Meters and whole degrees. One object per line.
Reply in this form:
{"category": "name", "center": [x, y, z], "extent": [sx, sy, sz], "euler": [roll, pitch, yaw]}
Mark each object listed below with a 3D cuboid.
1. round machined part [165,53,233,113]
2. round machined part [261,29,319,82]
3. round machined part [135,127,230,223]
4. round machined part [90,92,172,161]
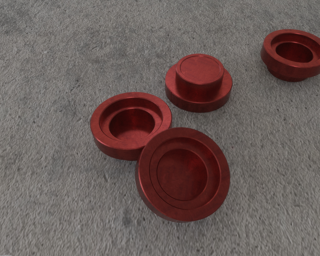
{"category": "round machined part", "center": [0.057, -0.072, 0.453], "extent": [0.099, 0.042, 0.098], "euler": [0, 50, 0]}
{"category": "round machined part", "center": [0.207, -0.110, 0.486], "extent": [0.099, 0.042, 0.098], "euler": [0, 50, 0]}
{"category": "round machined part", "center": [0.021, 0.052, 0.334], "extent": [0.099, 0.042, 0.098], "euler": [6, 68, -13]}
{"category": "round machined part", "center": [-0.034, 0.002, 0.387], "extent": [0.099, 0.042, 0.098], "euler": [-2, 46, 2]}
